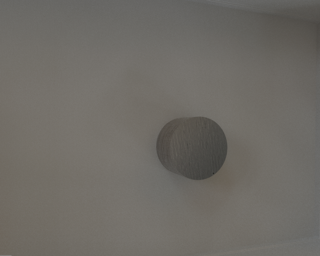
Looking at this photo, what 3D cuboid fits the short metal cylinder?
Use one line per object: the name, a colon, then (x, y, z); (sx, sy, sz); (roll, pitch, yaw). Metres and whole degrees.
short metal cylinder: (0.041, 0.025, 0.412); (0.081, 0.050, 0.080); (0, 90, -20)
